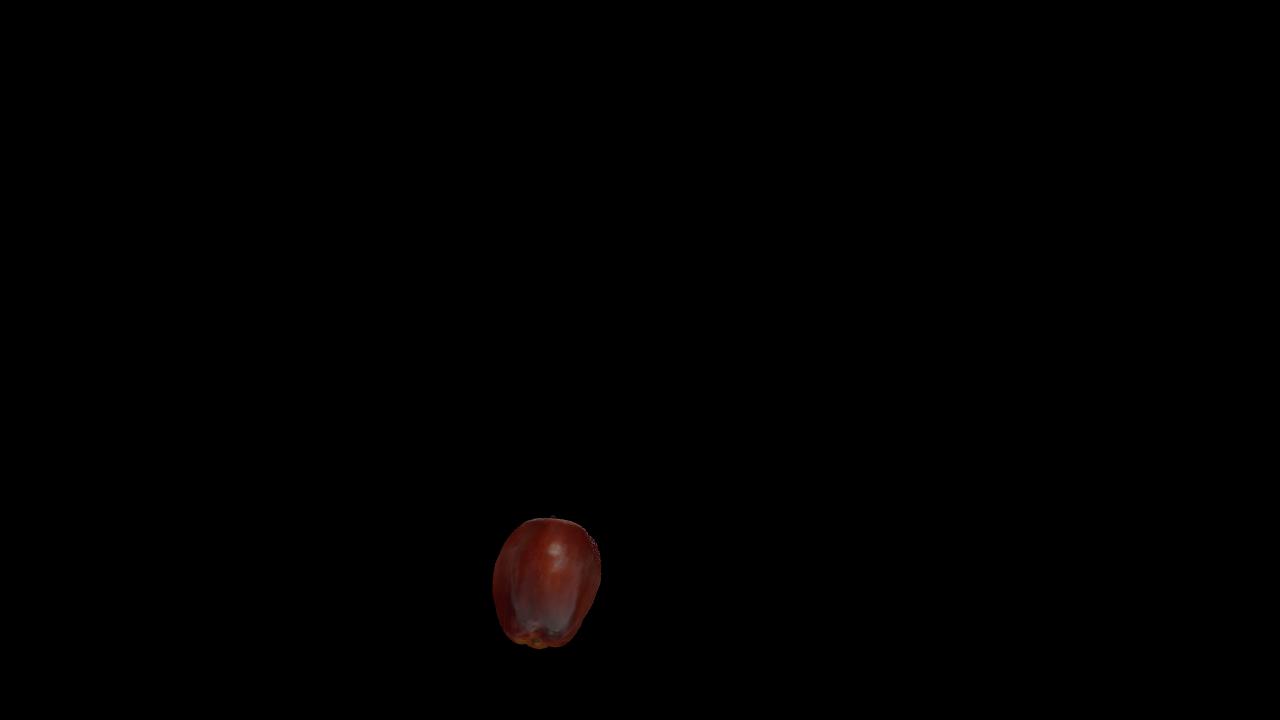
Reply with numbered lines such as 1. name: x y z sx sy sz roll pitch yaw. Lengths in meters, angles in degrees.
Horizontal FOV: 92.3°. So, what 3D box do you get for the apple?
1. apple: -0.069 0.160 0.453 0.079 0.093 0.079 5 -36 3
